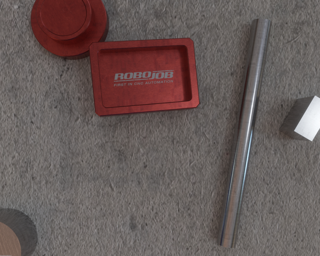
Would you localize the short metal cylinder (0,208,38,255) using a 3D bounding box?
[{"bbox_3d":[-0.207,0.149,0.396,0.081,0.050,0.080,0,90,0],"label":"short metal cylinder"}]

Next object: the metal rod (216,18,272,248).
[{"bbox_3d":[0.111,0.007,0.410,0.025,0.025,0.298,9,90,0],"label":"metal rod"}]

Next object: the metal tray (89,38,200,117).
[{"bbox_3d":[-0.020,-0.064,0.396,0.131,0.030,0.089,-6,90,-10],"label":"metal tray"}]

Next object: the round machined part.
[{"bbox_3d":[-0.119,-0.141,0.400,0.099,0.042,0.097,0,90,0],"label":"round machined part"}]

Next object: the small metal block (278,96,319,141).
[{"bbox_3d":[0.186,-0.012,0.399,0.025,0.050,0.050,31,90,0],"label":"small metal block"}]
